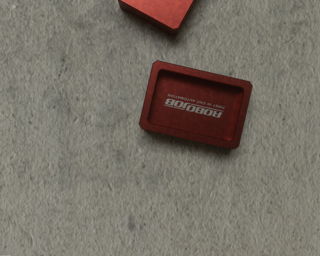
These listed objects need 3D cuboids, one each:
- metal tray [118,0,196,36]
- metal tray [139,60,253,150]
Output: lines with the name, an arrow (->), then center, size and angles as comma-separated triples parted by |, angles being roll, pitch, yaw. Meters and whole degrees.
metal tray -> 0.013, -0.200, 0.408 | 0.090, 0.030, 0.130 | 29, 90, -1
metal tray -> 0.046, -0.029, 0.408 | 0.131, 0.030, 0.089 | 13, 90, -1
